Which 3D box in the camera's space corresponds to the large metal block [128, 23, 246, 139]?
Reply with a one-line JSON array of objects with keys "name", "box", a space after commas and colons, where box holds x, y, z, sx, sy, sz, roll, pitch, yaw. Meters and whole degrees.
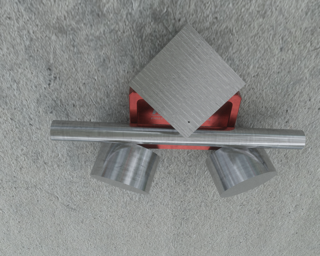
[{"name": "large metal block", "box": [0.026, -0.050, 0.322, 0.080, 0.050, 0.080, 43, 102, -12]}]

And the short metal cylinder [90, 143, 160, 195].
[{"name": "short metal cylinder", "box": [-0.046, 0.052, 0.412, 0.080, 0.050, 0.080, 16, 162, 6]}]

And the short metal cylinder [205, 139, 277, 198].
[{"name": "short metal cylinder", "box": [0.108, 0.054, 0.418, 0.081, 0.050, 0.080, -17, 154, -8]}]

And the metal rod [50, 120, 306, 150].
[{"name": "metal rod", "box": [0.023, 0.009, 0.377, 0.302, 0.025, 0.025, 2, 130, -2]}]

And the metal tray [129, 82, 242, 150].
[{"name": "metal tray", "box": [0.028, -0.015, 0.394, 0.131, 0.030, 0.089, 1, 130, -2]}]
